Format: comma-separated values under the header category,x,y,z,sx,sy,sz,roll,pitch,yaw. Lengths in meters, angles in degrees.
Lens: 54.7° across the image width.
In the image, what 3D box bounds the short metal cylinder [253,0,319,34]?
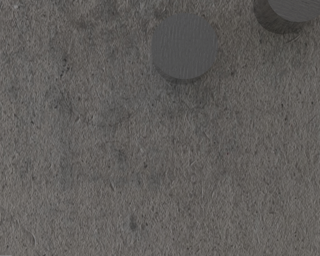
category,x,y,z,sx,sy,sz,roll,pitch,yaw
short metal cylinder,0.167,-0.168,0.398,0.081,0.050,0.080,0,90,0

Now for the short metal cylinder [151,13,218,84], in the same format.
category,x,y,z,sx,sy,sz,roll,pitch,yaw
short metal cylinder,0.030,-0.099,0.397,0.081,0.050,0.080,0,90,0
